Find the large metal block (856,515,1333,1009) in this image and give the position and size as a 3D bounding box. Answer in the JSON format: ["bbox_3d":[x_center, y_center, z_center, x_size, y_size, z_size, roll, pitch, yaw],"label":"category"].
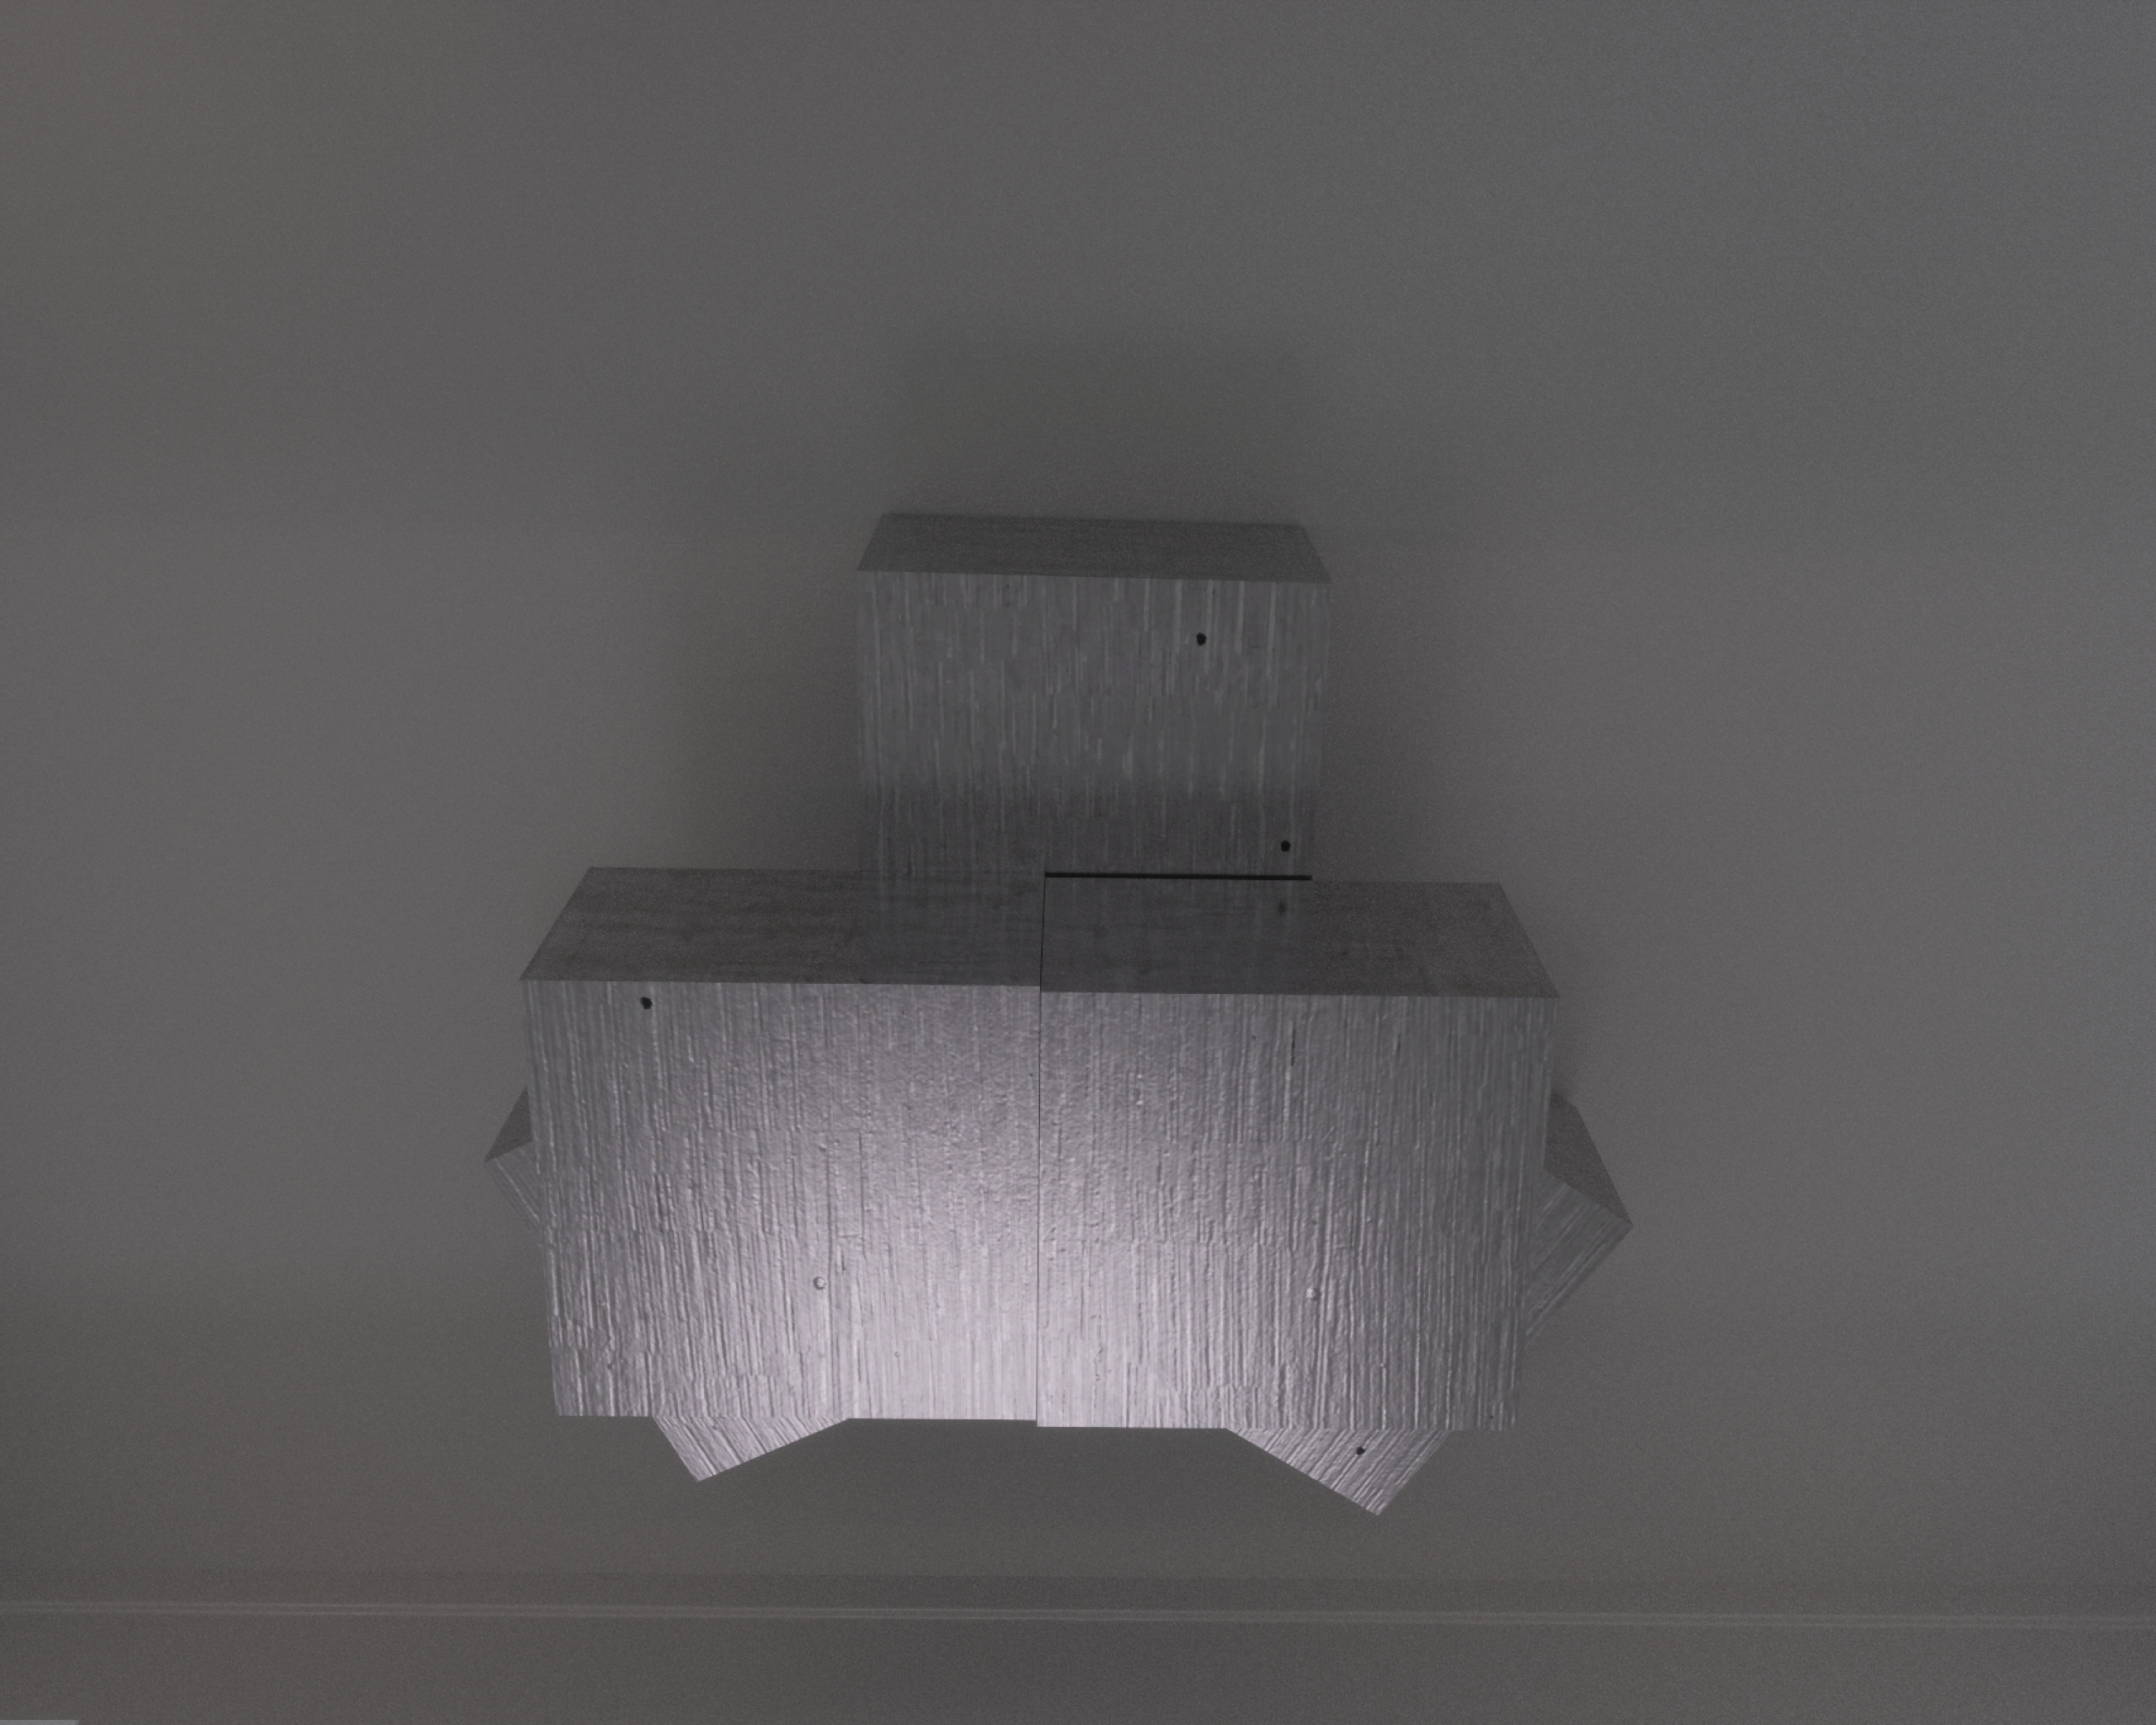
[{"bbox_3d":[0.002,-0.020,0.389,0.081,0.050,0.079,1,110,-1],"label":"large metal block"}]

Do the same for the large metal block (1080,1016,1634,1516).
[{"bbox_3d":[0.049,0.070,0.421,0.080,0.050,0.080,33,107,-11],"label":"large metal block"}]

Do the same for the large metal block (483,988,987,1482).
[{"bbox_3d":[-0.057,0.065,0.419,0.080,0.050,0.080,-25,108,8],"label":"large metal block"}]

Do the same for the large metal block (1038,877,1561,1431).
[{"bbox_3d":[0.034,0.049,0.360,0.081,0.050,0.079,1,110,-1],"label":"large metal block"}]

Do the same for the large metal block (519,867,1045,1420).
[{"bbox_3d":[-0.047,0.047,0.360,0.081,0.050,0.079,1,110,-1],"label":"large metal block"}]
